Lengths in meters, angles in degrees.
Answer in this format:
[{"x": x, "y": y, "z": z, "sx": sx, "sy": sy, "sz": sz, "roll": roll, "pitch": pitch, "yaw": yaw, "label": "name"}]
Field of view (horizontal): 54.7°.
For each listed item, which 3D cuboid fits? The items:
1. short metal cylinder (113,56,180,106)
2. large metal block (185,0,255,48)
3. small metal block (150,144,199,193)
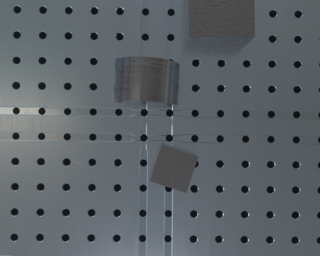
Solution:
[{"x": -0.017, "y": -0.055, "z": 0.386, "sx": 0.081, "sy": 0.080, "sz": 0.050, "roll": 3, "pitch": 90, "yaw": 0, "label": "short metal cylinder"}, {"x": 0.075, "y": -0.150, "z": 0.401, "sx": 0.081, "sy": 0.050, "sz": 0.079, "roll": -1, "pitch": 90, "yaw": 0, "label": "large metal block"}, {"x": 0.018, "y": 0.053, "z": 0.413, "sx": 0.050, "sy": 0.025, "sz": 0.050, "roll": 18, "pitch": 90, "yaw": 0, "label": "small metal block"}]
